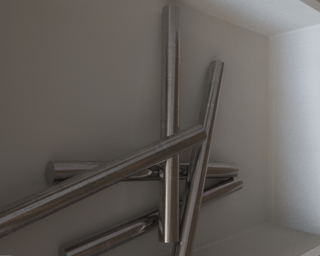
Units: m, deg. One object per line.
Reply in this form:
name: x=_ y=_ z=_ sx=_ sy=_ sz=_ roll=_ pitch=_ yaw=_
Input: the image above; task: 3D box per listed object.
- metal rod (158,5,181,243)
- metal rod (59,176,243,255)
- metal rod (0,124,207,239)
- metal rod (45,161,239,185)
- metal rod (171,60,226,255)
metal rod: x=0.013 y=-0.012 z=0.395 sx=0.025 sy=0.025 sz=0.298 roll=9 pitch=78 yaw=-40
metal rod: x=0.014 y=0.114 z=0.419 sx=0.302 sy=0.025 sz=0.025 roll=-11 pitch=97 yaw=-40
metal rod: x=-0.067 y=0.054 z=0.317 sx=0.302 sy=0.025 sz=0.025 roll=-22 pitch=104 yaw=-32
metal rod: x=0.004 y=0.057 z=0.410 sx=0.302 sy=0.025 sz=0.025 roll=6 pitch=87 yaw=-40
metal rod: x=0.056 y=0.037 z=0.428 sx=0.025 sy=0.025 sz=0.299 roll=31 pitch=63 yaw=-36
